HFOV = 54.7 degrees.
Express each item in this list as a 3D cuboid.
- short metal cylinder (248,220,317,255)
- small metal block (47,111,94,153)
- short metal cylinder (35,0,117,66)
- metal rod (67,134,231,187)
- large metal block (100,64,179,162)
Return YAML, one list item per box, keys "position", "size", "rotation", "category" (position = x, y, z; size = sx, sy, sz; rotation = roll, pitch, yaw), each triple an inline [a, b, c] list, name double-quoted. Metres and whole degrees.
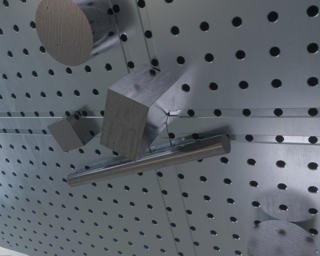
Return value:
- position: [0.154, 0.166, 0.397]
  size: [0.080, 0.080, 0.050]
  rotation: [5, 121, 25]
  category: "short metal cylinder"
- position: [-0.142, 0.007, 0.490]
  size: [0.050, 0.025, 0.050]
  rotation: [-18, 109, 35]
  category: "small metal block"
- position: [-0.100, -0.121, 0.373]
  size: [0.080, 0.050, 0.079]
  rotation: [13, 124, 21]
  category: "short metal cylinder"
- position: [-0.037, 0.056, 0.464]
  size: [0.300, 0.025, 0.025]
  rotation: [-17, 109, 34]
  category: "metal rod"
- position: [-0.025, -0.020, 0.376]
  size: [0.050, 0.080, 0.079]
  rotation: [26, 128, 12]
  category: "large metal block"
